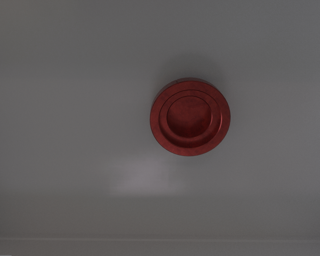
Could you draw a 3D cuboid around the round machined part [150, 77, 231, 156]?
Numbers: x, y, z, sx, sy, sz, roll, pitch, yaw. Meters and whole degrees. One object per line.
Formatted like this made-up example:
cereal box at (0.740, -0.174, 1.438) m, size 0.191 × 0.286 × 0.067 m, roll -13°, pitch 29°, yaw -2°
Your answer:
round machined part at (0.037, -0.017, 0.396) m, size 0.099 × 0.042 × 0.097 m, roll 0°, pitch 110°, yaw 0°
